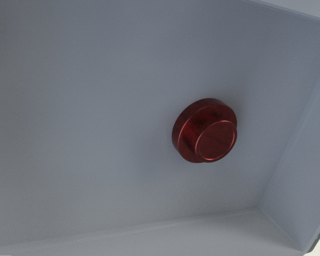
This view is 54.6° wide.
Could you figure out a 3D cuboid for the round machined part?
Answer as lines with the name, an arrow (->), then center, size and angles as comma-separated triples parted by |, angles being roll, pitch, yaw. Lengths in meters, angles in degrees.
round machined part -> 0.070, 0.010, 0.441 | 0.099, 0.042, 0.097 | -14, 124, -21
